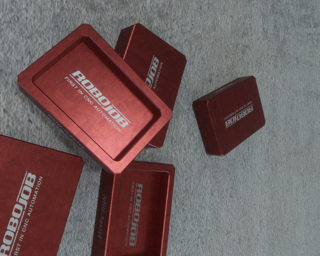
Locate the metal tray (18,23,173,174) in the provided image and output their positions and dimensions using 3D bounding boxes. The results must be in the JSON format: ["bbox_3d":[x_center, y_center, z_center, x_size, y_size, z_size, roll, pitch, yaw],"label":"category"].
[{"bbox_3d":[-0.062,-0.028,0.315,0.130,0.030,0.090,46,70,-11],"label":"metal tray"}]

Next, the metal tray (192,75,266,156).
[{"bbox_3d":[0.115,-0.022,0.498,0.131,0.030,0.090,-29,108,-36],"label":"metal tray"}]

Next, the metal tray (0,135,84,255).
[{"bbox_3d":[-0.134,0.079,0.289,0.090,0.030,0.130,23,76,-38],"label":"metal tray"}]

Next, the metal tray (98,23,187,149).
[{"bbox_3d":[-0.022,-0.049,0.383,0.090,0.030,0.130,26,74,-37],"label":"metal tray"}]

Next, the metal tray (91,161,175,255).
[{"bbox_3d":[-0.030,0.105,0.375,0.091,0.030,0.129,10,84,-40],"label":"metal tray"}]
